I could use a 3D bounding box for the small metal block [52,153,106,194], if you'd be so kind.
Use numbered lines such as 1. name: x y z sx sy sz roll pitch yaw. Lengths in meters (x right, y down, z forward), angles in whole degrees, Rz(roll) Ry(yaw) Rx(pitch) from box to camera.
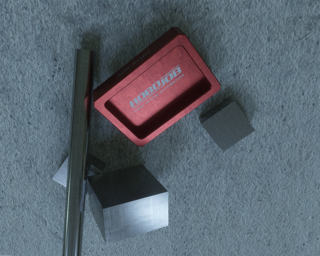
1. small metal block: -0.112 0.060 0.430 0.050 0.025 0.050 34 106 -12

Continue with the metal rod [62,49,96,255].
1. metal rod: -0.106 0.052 0.399 0.025 0.025 0.298 6 99 -3

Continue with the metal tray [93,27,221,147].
1. metal tray: -0.004 -0.046 0.375 0.130 0.030 0.090 -37 124 11

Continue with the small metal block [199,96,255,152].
1. small metal block: 0.088 -0.005 0.409 0.050 0.025 0.050 -36 107 12

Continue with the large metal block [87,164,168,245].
1. large metal block: -0.043 0.094 0.401 0.081 0.080 0.050 -10 112 -24
